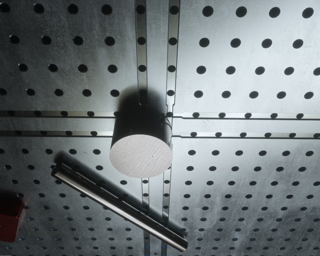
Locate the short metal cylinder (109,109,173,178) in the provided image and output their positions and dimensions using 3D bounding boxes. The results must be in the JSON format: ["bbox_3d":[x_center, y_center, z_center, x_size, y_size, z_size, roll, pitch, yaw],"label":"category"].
[{"bbox_3d":[-0.024,0.022,0.414,0.081,0.050,0.079,0,130,0],"label":"short metal cylinder"}]

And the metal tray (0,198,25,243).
[{"bbox_3d":[-0.311,0.152,0.535,0.131,0.030,0.089,17,128,-14],"label":"metal tray"}]

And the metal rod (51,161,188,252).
[{"bbox_3d":[-0.054,0.146,0.534,0.025,0.025,0.301,-34,123,25],"label":"metal rod"}]
